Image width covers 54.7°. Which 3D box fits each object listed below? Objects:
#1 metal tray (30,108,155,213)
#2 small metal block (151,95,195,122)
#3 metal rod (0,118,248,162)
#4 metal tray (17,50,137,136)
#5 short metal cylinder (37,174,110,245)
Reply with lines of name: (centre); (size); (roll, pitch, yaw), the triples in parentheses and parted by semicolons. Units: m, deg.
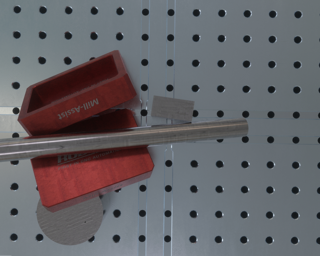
metal tray: (-0.083, 0.036, 0.377); (0.131, 0.030, 0.090); (-18, 68, -16)
small metal block: (0.016, -0.024, 0.401); (0.050, 0.050, 0.025); (8, 90, 0)
metal rod: (-0.039, 0.012, 0.363); (0.302, 0.025, 0.025); (-5, 90, -13)
metal tray: (-0.100, -0.045, 0.379); (0.131, 0.090, 0.030); (-23, 125, 0)
short metal cylinder: (-0.109, 0.102, 0.400); (0.081, 0.050, 0.079); (0, 91, 0)
